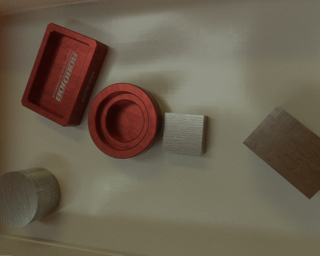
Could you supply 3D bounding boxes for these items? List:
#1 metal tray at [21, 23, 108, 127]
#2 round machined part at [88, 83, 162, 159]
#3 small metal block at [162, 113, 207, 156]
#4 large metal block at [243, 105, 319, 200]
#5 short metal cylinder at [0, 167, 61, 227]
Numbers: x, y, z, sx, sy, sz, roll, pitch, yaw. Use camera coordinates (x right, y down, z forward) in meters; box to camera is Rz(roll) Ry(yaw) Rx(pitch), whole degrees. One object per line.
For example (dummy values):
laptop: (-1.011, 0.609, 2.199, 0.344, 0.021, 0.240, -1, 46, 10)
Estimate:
metal tray: (-0.142, -0.077, 0.456, 0.090, 0.030, 0.129, 25, 98, 17)
round machined part: (-0.043, -0.009, 0.416, 0.098, 0.042, 0.097, 0, 90, 19)
small metal block: (0.032, 0.007, 0.398, 0.050, 0.025, 0.050, 5, 92, 19)
large metal block: (0.140, 0.022, 0.332, 0.080, 0.080, 0.050, 42, 103, 15)
short metal cylinder: (-0.199, 0.102, 0.466, 0.080, 0.050, 0.079, 0, 90, 19)
